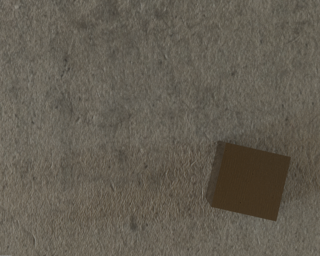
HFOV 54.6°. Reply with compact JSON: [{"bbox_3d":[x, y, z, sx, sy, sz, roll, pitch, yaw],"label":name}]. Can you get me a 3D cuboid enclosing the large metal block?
[{"bbox_3d":[0.110,0.065,0.398,0.080,0.050,0.080,13,90,0],"label":"large metal block"}]
